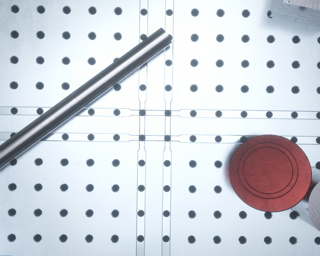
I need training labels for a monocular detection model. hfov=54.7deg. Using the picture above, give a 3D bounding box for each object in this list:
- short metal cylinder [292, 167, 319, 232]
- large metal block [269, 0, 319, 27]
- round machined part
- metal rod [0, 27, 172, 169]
[{"bbox_3d":[0.219,0.094,0.402,0.081,0.050,0.079,0,91,-3],"label":"short metal cylinder"},{"bbox_3d":[0.198,-0.184,0.403,0.080,0.050,0.080,11,90,-1],"label":"large metal block"},{"bbox_3d":[0.136,0.055,0.387,0.098,0.042,0.098,-6,73,21],"label":"round machined part"},{"bbox_3d":[-0.113,-0.034,0.411,0.301,0.025,0.025,-36,90,-1],"label":"metal rod"}]
